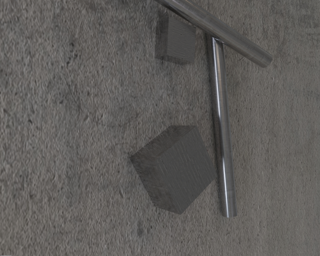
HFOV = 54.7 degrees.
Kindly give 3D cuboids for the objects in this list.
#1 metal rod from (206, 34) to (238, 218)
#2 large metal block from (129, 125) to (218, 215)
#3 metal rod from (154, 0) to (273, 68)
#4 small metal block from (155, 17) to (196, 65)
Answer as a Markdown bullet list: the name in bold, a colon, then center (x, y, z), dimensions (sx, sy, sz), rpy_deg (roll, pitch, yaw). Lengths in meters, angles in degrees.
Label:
- **metal rod**: center (0.097, -0.009, 0.485), dimensions (0.025, 0.025, 0.298), rpy_deg (-10, 96, -40)
- **large metal block**: center (0.020, 0.051, 0.405), dimensions (0.080, 0.050, 0.080), rpy_deg (-38, 114, -33)
- **metal rod**: center (0.049, -0.153, 0.421), dimensions (0.302, 0.025, 0.025), rpy_deg (20, 77, -31)
- **small metal block**: center (0.021, -0.117, 0.422), dimensions (0.050, 0.025, 0.050), rpy_deg (5, 87, -40)
